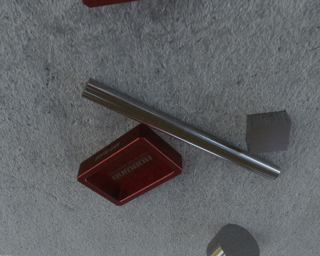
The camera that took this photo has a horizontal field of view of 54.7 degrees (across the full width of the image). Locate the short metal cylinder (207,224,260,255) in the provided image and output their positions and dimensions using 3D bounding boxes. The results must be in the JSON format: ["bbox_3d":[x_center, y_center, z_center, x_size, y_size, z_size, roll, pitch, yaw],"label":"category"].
[{"bbox_3d":[0.132,0.224,0.564,0.081,0.080,0.050,15,129,-13],"label":"short metal cylinder"}]

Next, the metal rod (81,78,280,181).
[{"bbox_3d":[0.042,0.010,0.415,0.302,0.025,0.025,24,126,-20],"label":"metal rod"}]

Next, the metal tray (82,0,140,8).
[{"bbox_3d":[-0.036,-0.174,0.254,0.090,0.030,0.129,-7,130,5],"label":"metal tray"}]

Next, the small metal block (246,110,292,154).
[{"bbox_3d":[0.144,0.006,0.415,0.050,0.025,0.050,-6,130,5],"label":"small metal block"}]

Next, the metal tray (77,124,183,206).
[{"bbox_3d":[-0.044,0.059,0.453,0.130,0.030,0.090,-33,123,24],"label":"metal tray"}]
